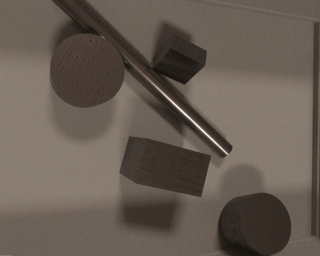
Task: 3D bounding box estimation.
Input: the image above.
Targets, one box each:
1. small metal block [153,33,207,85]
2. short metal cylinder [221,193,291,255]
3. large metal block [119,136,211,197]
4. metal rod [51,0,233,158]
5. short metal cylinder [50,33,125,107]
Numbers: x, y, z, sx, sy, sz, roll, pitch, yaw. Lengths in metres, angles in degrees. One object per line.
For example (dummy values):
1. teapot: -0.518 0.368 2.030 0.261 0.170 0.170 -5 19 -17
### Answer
1. small metal block: 0.025 -0.088 0.404 0.050 0.050 0.025 22 59 -19
2. short metal cylinder: 0.135 0.134 0.437 0.081 0.050 0.080 6 71 -17
3. large metal block: 0.003 0.045 0.384 0.081 0.080 0.050 16 85 -20
4. metal rod: -0.013 -0.063 0.406 0.300 0.025 0.025 42 77 -16
5. short metal cylinder: -0.087 -0.065 0.366 0.081 0.050 0.079 0 90 -20
